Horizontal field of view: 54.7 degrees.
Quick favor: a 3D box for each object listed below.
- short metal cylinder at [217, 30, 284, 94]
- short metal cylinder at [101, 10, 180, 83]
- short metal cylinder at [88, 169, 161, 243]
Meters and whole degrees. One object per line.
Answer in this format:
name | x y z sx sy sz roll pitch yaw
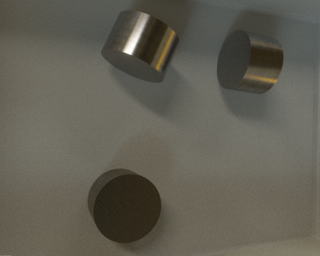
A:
short metal cylinder | 0.122 -0.090 0.428 0.050 0.080 0.080 6 88 -20
short metal cylinder | -0.023 -0.096 0.373 0.080 0.080 0.050 25 82 -19
short metal cylinder | -0.045 0.093 0.382 0.081 0.050 0.079 0 90 -20
